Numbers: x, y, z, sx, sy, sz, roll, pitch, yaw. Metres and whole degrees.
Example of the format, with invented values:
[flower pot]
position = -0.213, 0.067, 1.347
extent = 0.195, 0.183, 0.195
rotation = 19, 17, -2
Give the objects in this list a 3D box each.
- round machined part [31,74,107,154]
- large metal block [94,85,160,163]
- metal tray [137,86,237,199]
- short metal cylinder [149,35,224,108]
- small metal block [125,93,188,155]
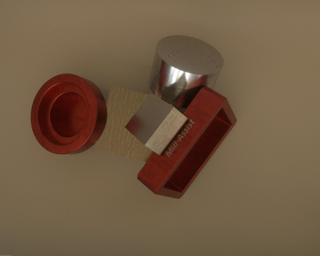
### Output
[round machined part]
position = -0.109, -0.016, 0.388
extent = 0.098, 0.042, 0.097
rotation = -2, 84, 22
[large metal block]
position = -0.030, -0.003, 0.397
extent = 0.080, 0.050, 0.080
rotation = 15, 90, -1
[metal tray]
position = 0.038, 0.023, 0.377
extent = 0.030, 0.090, 0.130
rotation = 36, 89, 27
[short metal cylinder]
position = 0.030, -0.069, 0.376
extent = 0.080, 0.080, 0.050
rotation = 16, 134, -1
[small metal block]
position = -0.005, -0.006, 0.346
extent = 0.025, 0.050, 0.050
rotation = 37, 90, -39
